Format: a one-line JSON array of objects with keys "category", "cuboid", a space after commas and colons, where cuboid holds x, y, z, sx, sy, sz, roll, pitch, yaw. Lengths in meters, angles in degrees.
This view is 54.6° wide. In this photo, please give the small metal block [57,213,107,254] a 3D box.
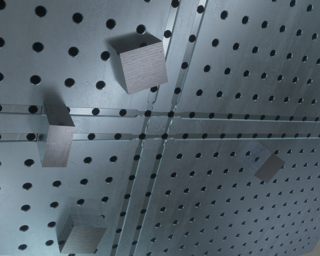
[{"category": "small metal block", "cuboid": [-0.111, 0.152, 0.444, 0.050, 0.025, 0.050, 17, 110, -35]}]

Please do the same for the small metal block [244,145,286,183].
[{"category": "small metal block", "cuboid": [0.188, 0.066, 0.553, 0.050, 0.025, 0.050, 30, 102, -38]}]

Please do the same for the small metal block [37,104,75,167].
[{"category": "small metal block", "cuboid": [-0.115, 0.008, 0.337, 0.025, 0.050, 0.050, 5, 116, -31]}]

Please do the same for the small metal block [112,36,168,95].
[{"category": "small metal block", "cuboid": [-0.022, -0.072, 0.354, 0.050, 0.025, 0.050, -21, 126, -16]}]
